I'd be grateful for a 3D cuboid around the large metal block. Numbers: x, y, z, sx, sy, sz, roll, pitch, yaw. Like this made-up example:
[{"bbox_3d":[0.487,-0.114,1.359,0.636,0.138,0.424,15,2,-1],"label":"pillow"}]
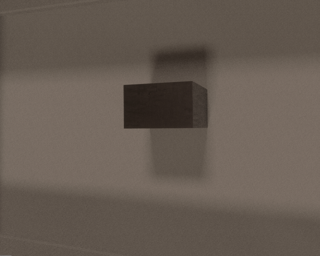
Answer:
[{"bbox_3d":[0.010,-0.025,0.377,0.080,0.080,0.050,0,90,19],"label":"large metal block"}]
